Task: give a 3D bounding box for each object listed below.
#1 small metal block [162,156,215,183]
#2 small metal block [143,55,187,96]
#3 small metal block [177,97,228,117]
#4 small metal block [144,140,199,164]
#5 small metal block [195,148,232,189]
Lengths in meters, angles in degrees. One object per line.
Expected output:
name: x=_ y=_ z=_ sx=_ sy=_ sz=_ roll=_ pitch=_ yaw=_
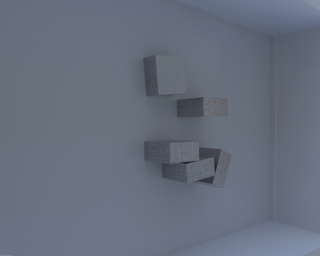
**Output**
small metal block: x=0.038 y=0.054 z=0.421 sx=0.050 sy=0.050 sz=0.025 roll=-8 pitch=95 yaw=-37
small metal block: x=0.007 y=-0.069 z=0.412 sx=0.050 sy=0.025 sz=0.050 roll=-8 pitch=95 yaw=-40
small metal block: x=0.060 y=-0.029 z=0.440 sx=0.050 sy=0.050 sz=0.025 roll=-3 pitch=92 yaw=-40
small metal block: x=0.015 y=0.030 z=0.403 sx=0.050 sy=0.050 sz=0.025 roll=-1 pitch=91 yaw=-40
small metal block: x=0.071 y=0.057 z=0.449 sx=0.025 sy=0.050 sz=0.050 roll=28 pitch=73 yaw=-37
